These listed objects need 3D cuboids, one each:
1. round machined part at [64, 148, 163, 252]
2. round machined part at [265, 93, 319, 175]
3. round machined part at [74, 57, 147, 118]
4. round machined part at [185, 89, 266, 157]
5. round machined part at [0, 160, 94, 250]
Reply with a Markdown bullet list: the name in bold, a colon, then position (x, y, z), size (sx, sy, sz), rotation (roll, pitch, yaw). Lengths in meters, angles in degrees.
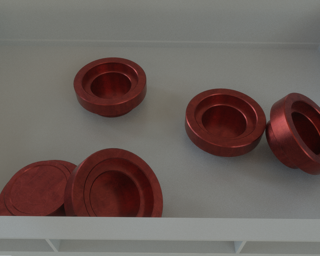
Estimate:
- **round machined part**: position (-0.049, 0.073, 0.312), size (0.099, 0.042, 0.098), rotation (19, 55, -30)
- **round machined part**: position (0.166, 0.010, 0.369), size (0.099, 0.042, 0.098), rotation (18, 54, -27)
- **round machined part**: position (-0.068, -0.053, 0.438), size (0.099, 0.042, 0.098), rotation (0, 50, 0)
- **round machined part**: position (0.081, -0.002, 0.397), size (0.099, 0.042, 0.098), rotation (0, 50, 0)
- **round machined part**: position (-0.123, 0.074, 0.330), size (0.099, 0.042, 0.098), rotation (0, 50, 0)
